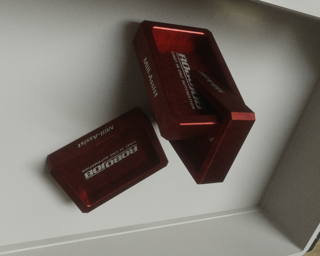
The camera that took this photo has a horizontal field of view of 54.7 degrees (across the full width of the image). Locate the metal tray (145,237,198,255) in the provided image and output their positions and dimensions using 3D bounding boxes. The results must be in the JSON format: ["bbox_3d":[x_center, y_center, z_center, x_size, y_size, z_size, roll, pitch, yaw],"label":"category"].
[{"bbox_3d":[0.008,0.266,0.577,0.091,0.030,0.129,5,116,-31],"label":"metal tray"}]

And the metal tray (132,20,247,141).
[{"bbox_3d":[0.031,-0.052,0.326,0.091,0.130,0.030,-2,150,-28],"label":"metal tray"}]

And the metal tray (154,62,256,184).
[{"bbox_3d":[0.041,-0.012,0.348,0.030,0.130,0.089,1,125,-28],"label":"metal tray"}]

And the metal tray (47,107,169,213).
[{"bbox_3d":[-0.062,0.042,0.397,0.131,0.030,0.090,-30,129,-9],"label":"metal tray"}]
